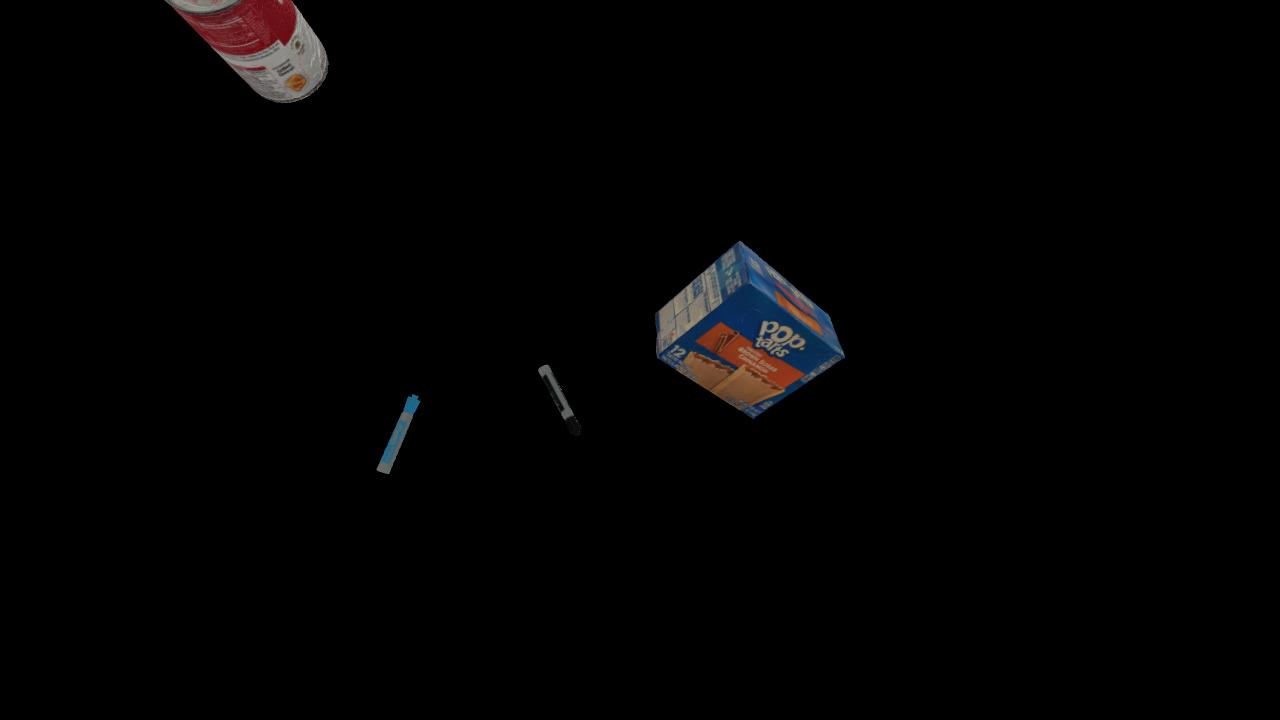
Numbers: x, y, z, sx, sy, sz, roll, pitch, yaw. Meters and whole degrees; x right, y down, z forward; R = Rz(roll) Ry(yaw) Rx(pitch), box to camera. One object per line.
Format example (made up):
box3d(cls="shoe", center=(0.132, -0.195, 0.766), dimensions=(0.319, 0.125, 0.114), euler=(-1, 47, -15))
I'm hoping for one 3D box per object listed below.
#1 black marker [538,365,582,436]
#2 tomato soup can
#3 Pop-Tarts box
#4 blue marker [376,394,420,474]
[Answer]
box3d(cls="black marker", center=(-0.120, 0.061, 0.927), dimensions=(0.020, 0.121, 0.020), euler=(-27, -20, -10))
box3d(cls="tomato soup can", center=(-0.280, -0.243, 0.444), dimensions=(0.068, 0.068, 0.101), euler=(0, -11, -1))
box3d(cls="Pop-Tarts box", center=(0.125, -0.028, 0.716), dimensions=(0.167, 0.083, 0.141), euler=(32, -56, -29))
box3d(cls="blue marker", center=(-0.357, 0.109, 0.912), dimensions=(0.020, 0.121, 0.020), euler=(20, -10, 4))
